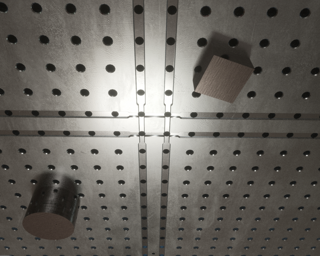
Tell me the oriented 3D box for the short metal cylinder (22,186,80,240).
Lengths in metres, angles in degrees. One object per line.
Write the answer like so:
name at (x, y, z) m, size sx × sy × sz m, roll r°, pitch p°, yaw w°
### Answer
short metal cylinder at (-0.178, 0.142, 0.514) m, size 0.081 × 0.050 × 0.079 m, roll 0°, pitch 130°, yaw 0°

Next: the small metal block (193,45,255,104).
small metal block at (0.072, -0.062, 0.360) m, size 0.050 × 0.025 × 0.050 m, roll 16°, pitch 128°, yaw -14°
